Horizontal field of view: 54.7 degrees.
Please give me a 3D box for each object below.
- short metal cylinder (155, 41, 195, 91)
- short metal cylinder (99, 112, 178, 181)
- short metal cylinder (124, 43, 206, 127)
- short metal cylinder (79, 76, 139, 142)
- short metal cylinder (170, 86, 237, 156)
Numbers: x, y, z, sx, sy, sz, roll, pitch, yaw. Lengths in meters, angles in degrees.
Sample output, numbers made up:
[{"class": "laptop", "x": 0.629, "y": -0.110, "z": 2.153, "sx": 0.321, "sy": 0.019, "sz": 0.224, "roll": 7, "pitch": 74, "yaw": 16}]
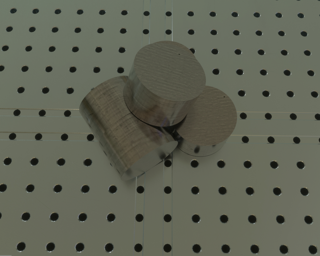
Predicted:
[{"class": "short metal cylinder", "x": 0.009, "y": -0.071, "z": 0.423, "sx": 0.081, "sy": 0.050, "sz": 0.080, "roll": 0, "pitch": 70, "yaw": 0}, {"class": "short metal cylinder", "x": -0.026, "y": 0.020, "z": 0.375, "sx": 0.080, "sy": 0.080, "sz": 0.050, "roll": -32, "pitch": 74, "yaw": -11}, {"class": "short metal cylinder", "x": 0.004, "y": -0.048, "z": 0.348, "sx": 0.081, "sy": 0.050, "sz": 0.080, "roll": 10, "pitch": 56, "yaw": -15}, {"class": "short metal cylinder", "x": -0.053, "y": -0.020, "z": 0.389, "sx": 0.080, "sy": 0.080, "sz": 0.050, "roll": -32, "pitch": 74, "yaw": -11}, {"class": "short metal cylinder", "x": 0.054, "y": -0.008, "z": 0.401, "sx": 0.081, "sy": 0.050, "sz": 0.080, "roll": 0, "pitch": 70, "yaw": 0}]
